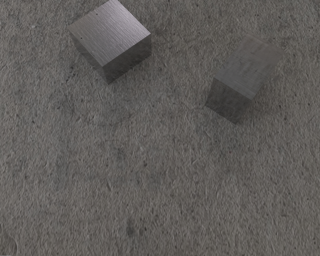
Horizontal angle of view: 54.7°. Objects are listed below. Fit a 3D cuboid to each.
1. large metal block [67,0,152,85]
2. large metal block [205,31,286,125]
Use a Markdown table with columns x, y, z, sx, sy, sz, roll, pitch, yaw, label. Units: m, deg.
| x | y | z | sx | sy | sz | roll | pitch | yaw | label |
| --- | --- | --- | --- | --- | --- | --- | --- | --- | --- |
| -0.069 | -0.123 | 0.439 | 0.080 | 0.050 | 0.080 | -38 | 75 | -13 | large metal block |
| 0.107 | -0.062 | 0.402 | 0.050 | 0.080 | 0.080 | 34 | 74 | 11 | large metal block |
